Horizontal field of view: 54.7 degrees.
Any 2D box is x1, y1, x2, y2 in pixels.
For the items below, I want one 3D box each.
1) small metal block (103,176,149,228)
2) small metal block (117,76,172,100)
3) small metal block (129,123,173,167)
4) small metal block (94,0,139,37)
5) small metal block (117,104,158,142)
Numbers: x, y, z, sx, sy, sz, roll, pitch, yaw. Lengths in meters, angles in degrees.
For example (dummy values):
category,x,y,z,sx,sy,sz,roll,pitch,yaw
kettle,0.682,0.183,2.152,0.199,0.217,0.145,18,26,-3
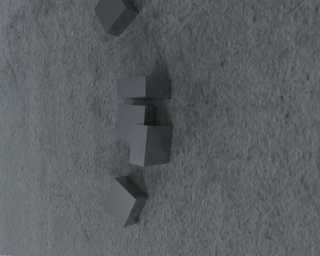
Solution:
category,x,y,z,sx,sy,sz,roll,pitch,yaw
small metal block,-0.050,0.105,0.444,0.050,0.025,0.050,37,112,33
small metal block,-0.020,-0.050,0.404,0.050,0.050,0.025,2,91,39
small metal block,-0.011,0.020,0.396,0.025,0.050,0.050,9,96,39
small metal block,-0.065,-0.173,0.456,0.050,0.025,0.050,-39,67,33
small metal block,-0.032,-0.006,0.429,0.050,0.025,0.050,7,94,39
